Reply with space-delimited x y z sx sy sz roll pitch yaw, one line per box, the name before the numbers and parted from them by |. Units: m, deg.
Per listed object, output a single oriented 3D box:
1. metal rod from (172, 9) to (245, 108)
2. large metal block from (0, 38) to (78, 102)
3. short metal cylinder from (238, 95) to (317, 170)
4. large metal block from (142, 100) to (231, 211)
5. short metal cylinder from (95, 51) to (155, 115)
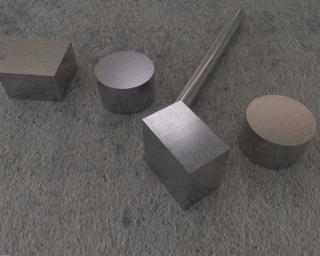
metal rod | 0.081 -0.109 0.495 0.025 0.025 0.301 21 53 17
large metal block | -0.177 -0.087 0.459 0.080 0.050 0.080 4 50 3
short metal cylinder | 0.143 0.005 0.384 0.081 0.050 0.080 0 50 0
large metal block | 0.025 0.031 0.342 0.050 0.080 0.080 -28 56 -21
short metal cylinder | -0.048 -0.065 0.441 0.081 0.050 0.080 0 50 0
